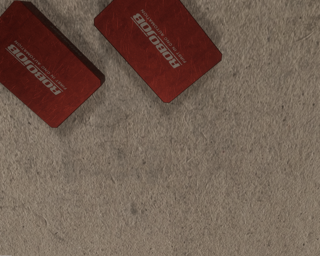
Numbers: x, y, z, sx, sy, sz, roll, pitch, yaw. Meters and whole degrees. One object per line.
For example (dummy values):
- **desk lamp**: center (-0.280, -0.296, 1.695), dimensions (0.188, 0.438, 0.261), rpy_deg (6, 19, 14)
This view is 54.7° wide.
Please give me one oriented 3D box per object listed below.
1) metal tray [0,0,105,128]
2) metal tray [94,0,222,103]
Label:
- **metal tray**: center (-0.145, -0.075, 0.378), dimensions (0.090, 0.030, 0.130), rpy_deg (-41, 106, 13)
- **metal tray**: center (-0.001, -0.106, 0.368), dimensions (0.090, 0.030, 0.130), rpy_deg (-39, 106, 13)
